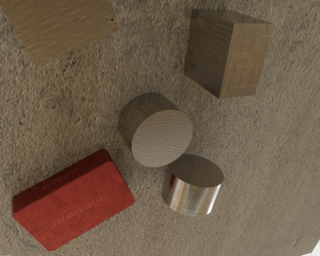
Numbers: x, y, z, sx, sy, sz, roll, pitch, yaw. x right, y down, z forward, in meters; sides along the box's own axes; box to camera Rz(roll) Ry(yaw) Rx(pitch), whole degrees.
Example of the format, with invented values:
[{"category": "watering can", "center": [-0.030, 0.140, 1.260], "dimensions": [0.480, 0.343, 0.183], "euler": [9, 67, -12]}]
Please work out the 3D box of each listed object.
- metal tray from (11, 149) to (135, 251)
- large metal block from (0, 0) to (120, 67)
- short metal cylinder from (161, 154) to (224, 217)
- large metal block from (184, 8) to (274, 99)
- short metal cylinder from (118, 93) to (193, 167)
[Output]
[{"category": "metal tray", "center": [-0.108, 0.095, 0.404], "dimensions": [0.131, 0.030, 0.090], "euler": [-29, 128, -10]}, {"category": "large metal block", "center": [-0.093, -0.113, 0.270], "dimensions": [0.080, 0.050, 0.080], "euler": [-28, 128, -11]}, {"category": "short metal cylinder", "center": [0.046, 0.080, 0.446], "dimensions": [0.081, 0.080, 0.050], "euler": [-1, 119, -28]}, {"category": "large metal block", "center": [0.073, -0.088, 0.357], "dimensions": [0.050, 0.080, 0.079], "euler": [-8, 122, -24]}, {"category": "short metal cylinder", "center": [-0.007, 0.002, 0.389], "dimensions": [0.081, 0.050, 0.079], "euler": [-14, 124, -21]}]
